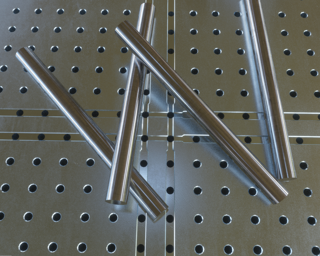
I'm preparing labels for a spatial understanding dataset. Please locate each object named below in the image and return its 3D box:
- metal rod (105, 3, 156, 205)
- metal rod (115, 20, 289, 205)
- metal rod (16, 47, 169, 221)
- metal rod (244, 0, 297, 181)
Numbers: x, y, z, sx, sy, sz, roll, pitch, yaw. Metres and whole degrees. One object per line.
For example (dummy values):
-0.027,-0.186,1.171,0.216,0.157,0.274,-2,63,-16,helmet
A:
-0.034,-0.050,0.413,0.025,0.025,0.299,6,64,2,metal rod
0.049,-0.025,0.399,0.025,0.025,0.300,-41,83,-13,metal rod
-0.098,-0.002,0.412,0.025,0.025,0.300,-40,75,-13,metal rod
0.151,-0.076,0.440,0.025,0.025,0.299,-3,70,-1,metal rod
